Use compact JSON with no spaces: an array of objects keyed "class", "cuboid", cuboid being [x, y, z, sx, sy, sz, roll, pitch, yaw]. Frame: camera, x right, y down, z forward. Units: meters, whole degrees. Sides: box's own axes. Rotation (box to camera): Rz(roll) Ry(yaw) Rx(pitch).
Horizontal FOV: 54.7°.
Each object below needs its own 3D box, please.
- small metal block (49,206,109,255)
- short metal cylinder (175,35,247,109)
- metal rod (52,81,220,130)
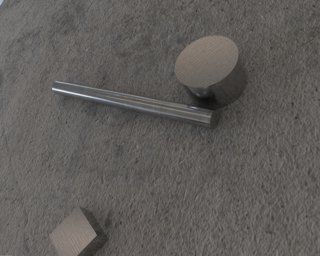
[{"class":"small metal block","cuboid":[-0.098,0.132,0.374,0.050,0.025,0.050,-46,51,-4]},{"class":"short metal cylinder","cuboid":[0.066,-0.071,0.397,0.080,0.050,0.080,-13,56,21]},{"class":"metal rod","cuboid":[-0.055,-0.040,0.457,0.300,0.025,0.025,14,69,33]}]
